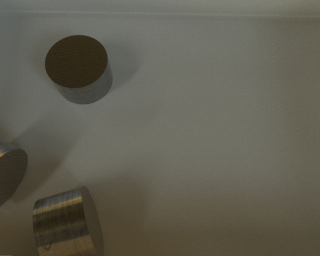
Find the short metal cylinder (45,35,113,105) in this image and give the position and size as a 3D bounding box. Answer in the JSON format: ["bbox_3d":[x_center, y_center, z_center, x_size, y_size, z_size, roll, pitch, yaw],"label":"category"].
[{"bbox_3d":[-0.108,-0.079,0.424,0.081,0.050,0.080,0,70,0],"label":"short metal cylinder"}]

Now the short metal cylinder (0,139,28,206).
[{"bbox_3d":[-0.202,0.050,0.360,0.050,0.080,0.080,24,72,8],"label":"short metal cylinder"}]

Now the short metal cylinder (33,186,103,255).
[{"bbox_3d":[-0.098,0.109,0.339,0.050,0.080,0.080,-16,71,-6],"label":"short metal cylinder"}]
